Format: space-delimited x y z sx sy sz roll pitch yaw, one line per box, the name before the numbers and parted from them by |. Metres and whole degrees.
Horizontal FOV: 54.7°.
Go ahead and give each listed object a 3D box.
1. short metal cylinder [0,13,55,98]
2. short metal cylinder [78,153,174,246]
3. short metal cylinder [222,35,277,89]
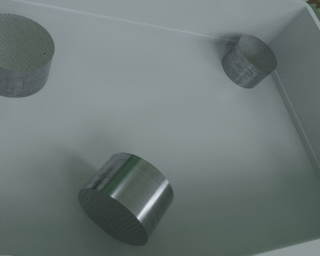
short metal cylinder | -0.165 -0.081 0.351 0.081 0.050 0.080 14 56 -21
short metal cylinder | -0.034 0.071 0.310 0.080 0.080 0.050 41 51 -1
short metal cylinder | 0.158 -0.117 0.549 0.081 0.050 0.080 14 56 -21
